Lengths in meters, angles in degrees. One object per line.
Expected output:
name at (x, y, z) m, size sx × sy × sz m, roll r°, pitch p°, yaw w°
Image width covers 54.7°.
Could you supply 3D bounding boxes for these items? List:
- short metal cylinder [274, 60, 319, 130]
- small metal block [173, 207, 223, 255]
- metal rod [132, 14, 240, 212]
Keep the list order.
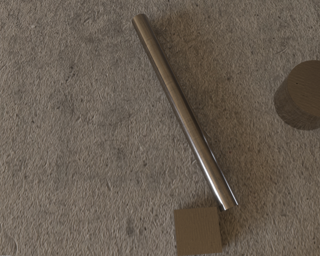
short metal cylinder at (0.200, -0.042, 0.412) m, size 0.081 × 0.050 × 0.080 m, roll 0°, pitch 70°, yaw 0°
small metal block at (0.043, 0.121, 0.364) m, size 0.050 × 0.025 × 0.050 m, roll -4°, pitch 70°, yaw -2°
metal rod at (0.027, -0.033, 0.420) m, size 0.025 × 0.025 × 0.299 m, roll -21°, pitch 72°, yaw -8°
